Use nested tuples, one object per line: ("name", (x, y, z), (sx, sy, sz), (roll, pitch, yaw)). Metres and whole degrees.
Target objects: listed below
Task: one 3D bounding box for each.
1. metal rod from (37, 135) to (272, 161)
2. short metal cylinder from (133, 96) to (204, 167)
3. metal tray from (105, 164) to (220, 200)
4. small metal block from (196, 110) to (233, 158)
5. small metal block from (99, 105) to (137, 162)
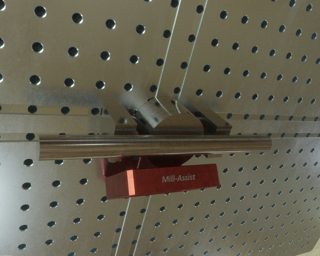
("metal rod", (0.016, 0.020, 0.368), (0.303, 0.025, 0.025), (1, 118, -28))
("short metal cylinder", (0.009, 0.005, 0.403), (0.081, 0.050, 0.079), (-14, 124, -21))
("metal tray", (0.002, 0.073, 0.418), (0.131, 0.090, 0.030), (0, 75, -29))
("small metal block", (0.070, 0.008, 0.438), (0.025, 0.050, 0.050), (-1, 119, -28))
("small metal block", (-0.052, 0.005, 0.370), (0.025, 0.050, 0.050), (-1, 119, -28))
